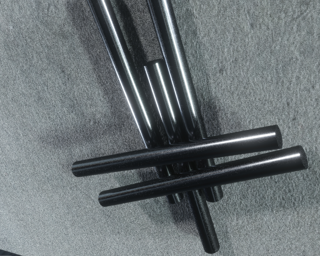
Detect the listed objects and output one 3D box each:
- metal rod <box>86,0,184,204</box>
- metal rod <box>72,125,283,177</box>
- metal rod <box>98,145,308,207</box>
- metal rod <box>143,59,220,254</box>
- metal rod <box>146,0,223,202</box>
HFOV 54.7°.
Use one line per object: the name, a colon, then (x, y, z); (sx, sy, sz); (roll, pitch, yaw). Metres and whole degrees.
metal rod: (-0.026, -0.026, 0.402); (0.025, 0.025, 0.298); (-7, 115, 31)
metal rod: (-0.003, 0.036, 0.395); (0.300, 0.025, 0.025); (-13, 112, 33)
metal rod: (0.029, 0.070, 0.399); (0.300, 0.025, 0.025); (-19, 108, 35)
metal rod: (0.036, 0.054, 0.419); (0.025, 0.025, 0.298); (-5, 116, 30)
metal rod: (0.031, -0.037, 0.366); (0.025, 0.025, 0.298); (-5, 116, 30)
